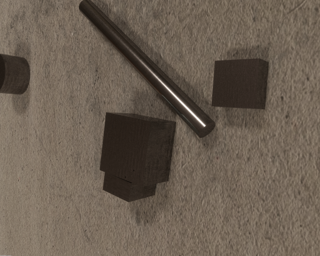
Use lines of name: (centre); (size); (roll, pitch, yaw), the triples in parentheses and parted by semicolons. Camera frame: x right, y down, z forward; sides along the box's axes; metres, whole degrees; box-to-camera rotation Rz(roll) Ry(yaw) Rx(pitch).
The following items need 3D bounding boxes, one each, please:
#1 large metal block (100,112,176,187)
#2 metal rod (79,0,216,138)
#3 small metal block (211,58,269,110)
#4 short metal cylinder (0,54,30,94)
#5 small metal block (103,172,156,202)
large metal block: (-0.030, 0.025, 0.412); (0.080, 0.050, 0.079); (12, 98, 39)
metal rod: (-0.032, -0.097, 0.429); (0.300, 0.025, 0.025); (49, 119, 28)
small metal block: (0.086, -0.047, 0.333); (0.050, 0.025, 0.050); (7, 94, 39)
short metal cylinder: (-0.315, -0.111, 0.644); (0.080, 0.050, 0.079); (0, 90, 39)
small metal block: (-0.040, 0.076, 0.420); (0.050, 0.050, 0.025); (14, 99, 39)
